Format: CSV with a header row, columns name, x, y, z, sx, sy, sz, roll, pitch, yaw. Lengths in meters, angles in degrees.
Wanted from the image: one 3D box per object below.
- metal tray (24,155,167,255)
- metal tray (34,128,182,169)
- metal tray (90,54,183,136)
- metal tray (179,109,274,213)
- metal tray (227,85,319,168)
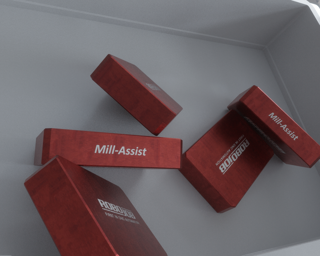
name,x,y,z,sx,sy,sz,roll,pitch,yaw
metal tray,-0.044,0.080,0.258,0.030,0.130,0.090,-40,64,-3
metal tray,-0.054,0.025,0.316,0.131,0.090,0.030,5,81,-26
metal tray,-0.019,-0.039,0.365,0.090,0.030,0.130,42,10,1
metal tray,0.093,0.041,0.427,0.090,0.030,0.131,48,51,5
metal tray,0.163,0.000,0.451,0.130,0.090,0.030,44,89,2
